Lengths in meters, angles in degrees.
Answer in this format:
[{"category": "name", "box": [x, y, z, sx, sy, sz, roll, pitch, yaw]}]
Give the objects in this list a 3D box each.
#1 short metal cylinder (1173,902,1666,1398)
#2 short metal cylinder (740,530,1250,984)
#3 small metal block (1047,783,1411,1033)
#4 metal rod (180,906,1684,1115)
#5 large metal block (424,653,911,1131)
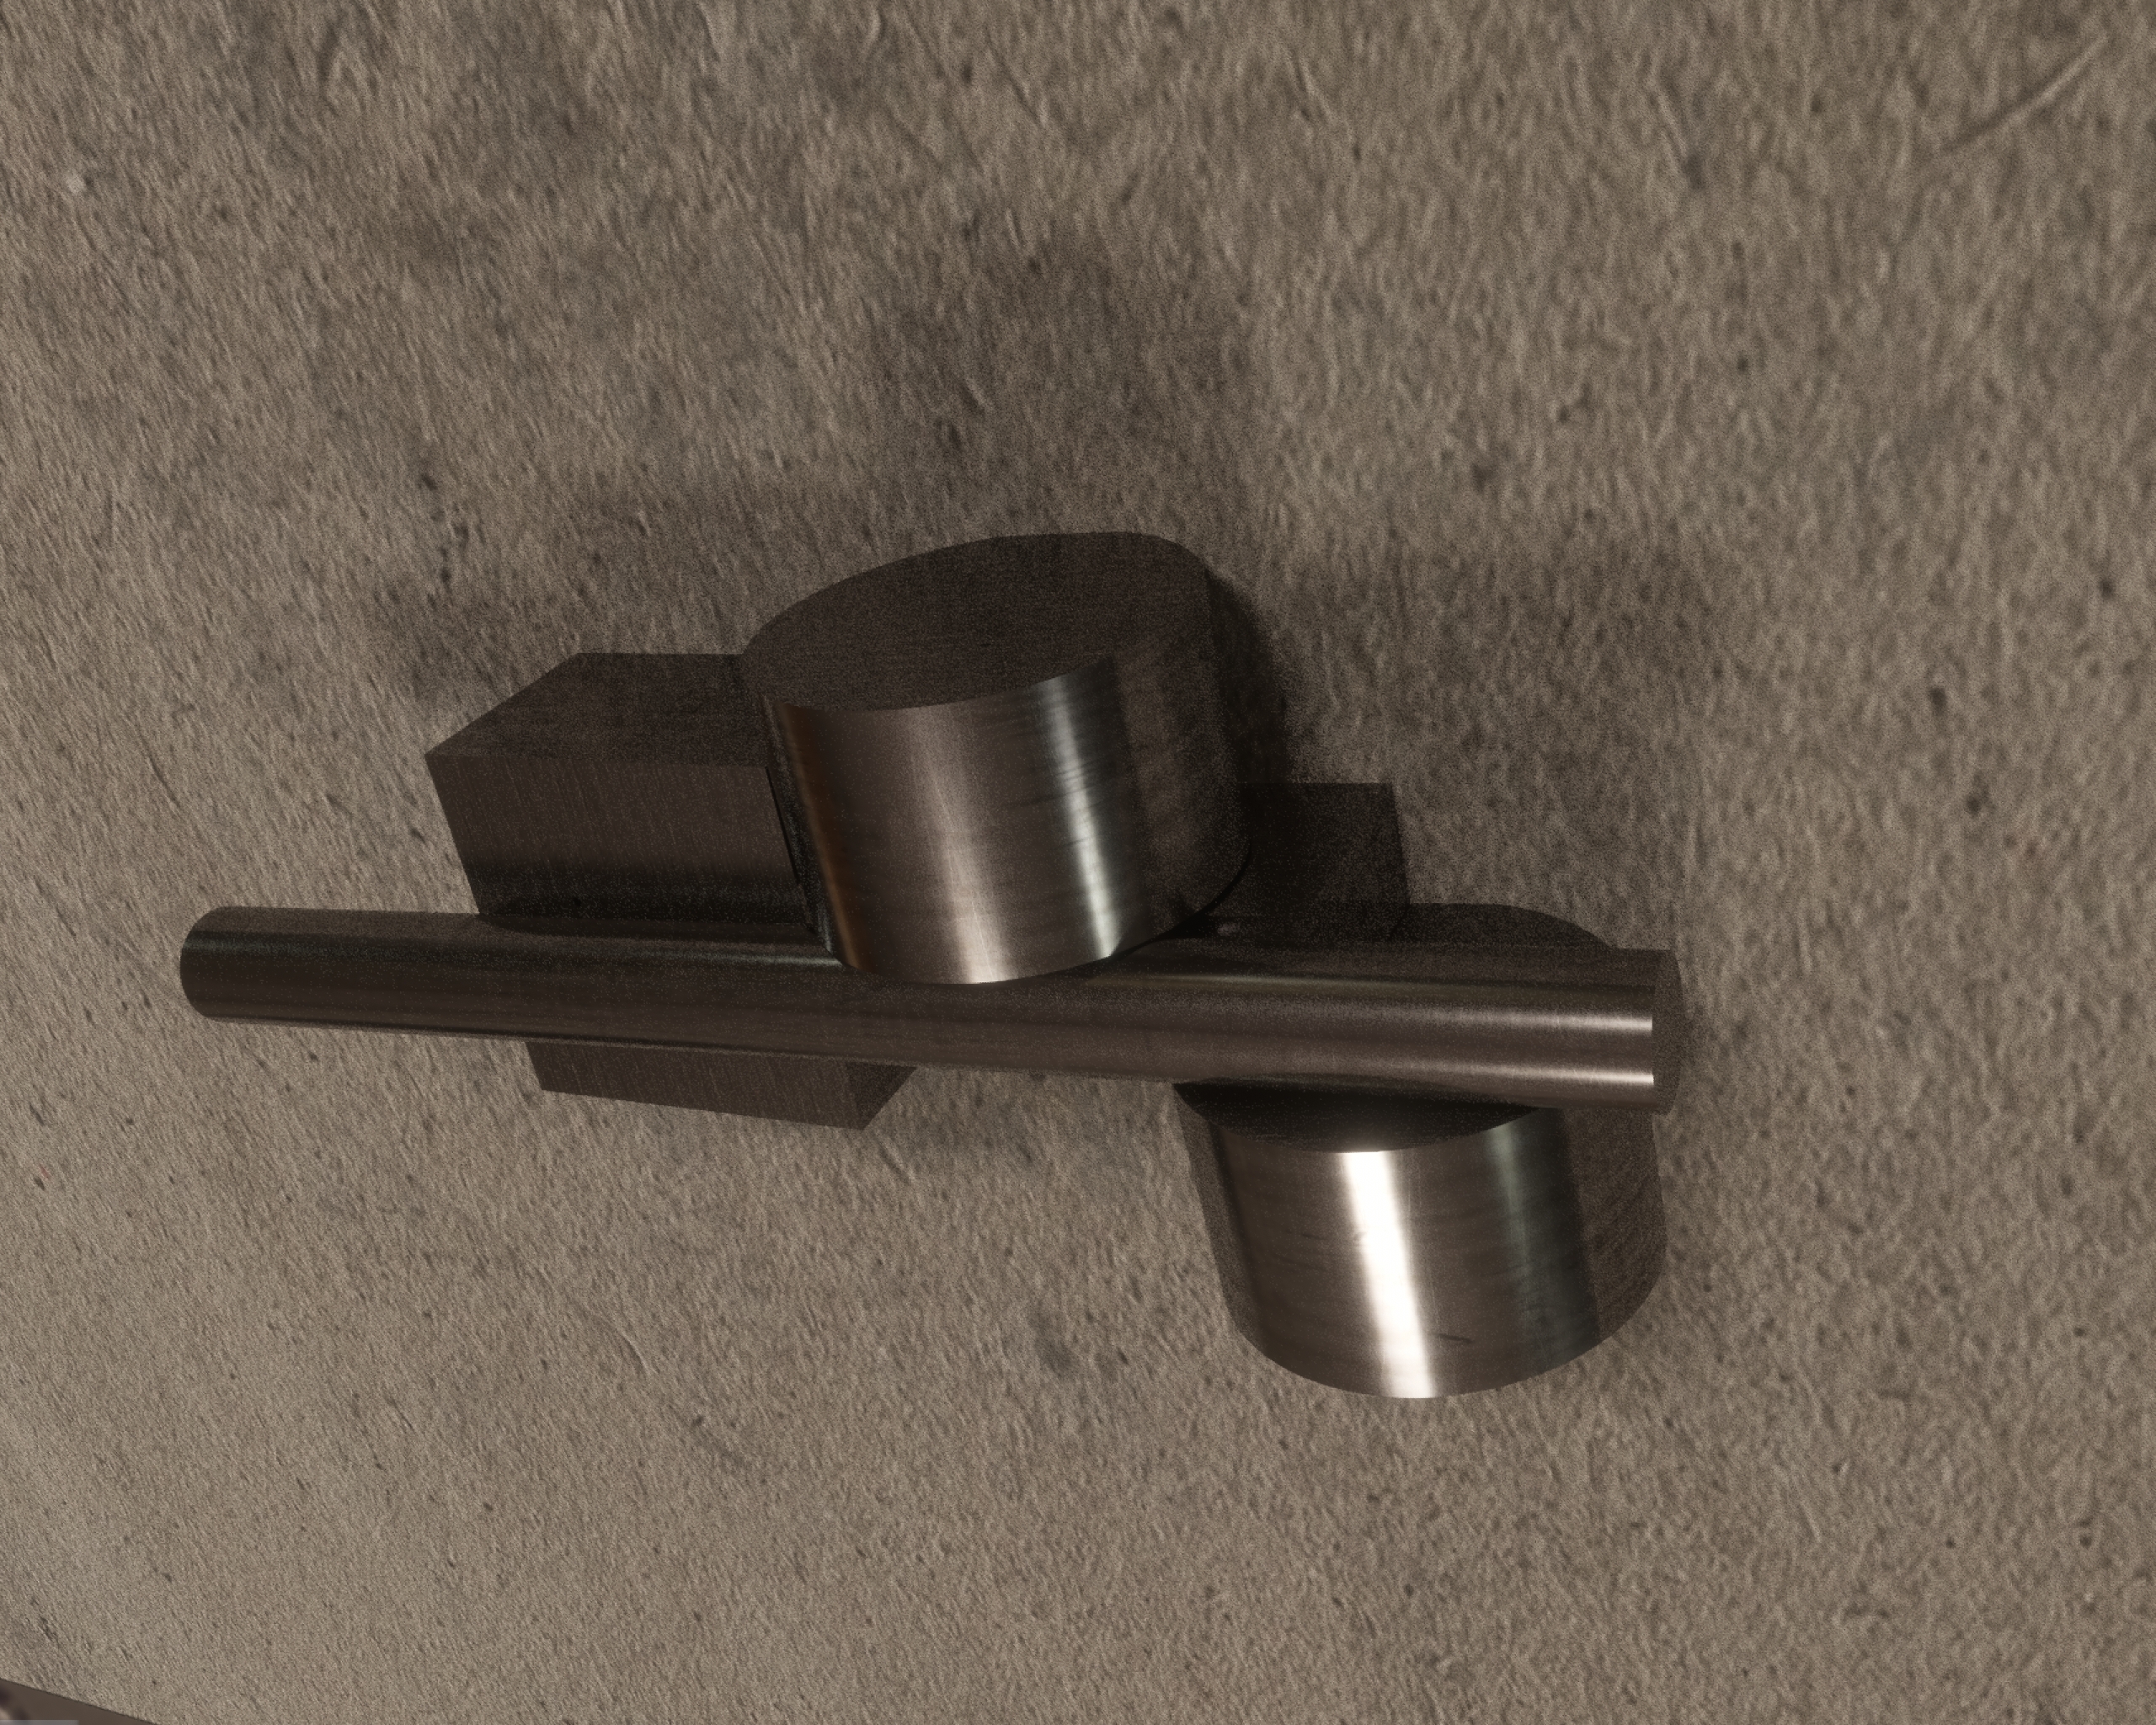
[{"category": "short metal cylinder", "box": [0.060, 0.048, 0.369, 0.080, 0.080, 0.050, 0, 118, 28]}, {"category": "short metal cylinder", "box": [-0.013, -0.021, 0.367, 0.080, 0.080, 0.050, 2, 120, 27]}, {"category": "small metal block", "box": [0.028, 0.008, 0.380, 0.050, 0.050, 0.025, 1, 119, 27]}, {"category": "metal rod", "box": [-0.046, 0.024, 0.380, 0.301, 0.025, 0.025, 1, 119, 26]}, {"category": "large metal block", "box": [-0.075, 0.004, 0.428, 0.080, 0.050, 0.079, 3, 120, 26]}]
